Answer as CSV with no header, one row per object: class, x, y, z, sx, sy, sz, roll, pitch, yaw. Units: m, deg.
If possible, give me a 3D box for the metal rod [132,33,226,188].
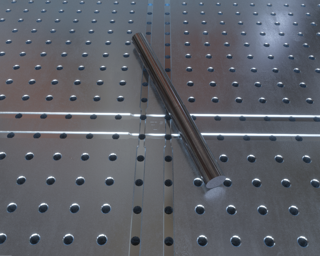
metal rod,0.014,-0.046,0.446,0.025,0.025,0.299,-15,52,-13
